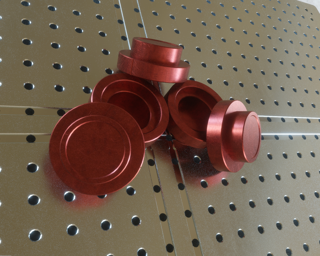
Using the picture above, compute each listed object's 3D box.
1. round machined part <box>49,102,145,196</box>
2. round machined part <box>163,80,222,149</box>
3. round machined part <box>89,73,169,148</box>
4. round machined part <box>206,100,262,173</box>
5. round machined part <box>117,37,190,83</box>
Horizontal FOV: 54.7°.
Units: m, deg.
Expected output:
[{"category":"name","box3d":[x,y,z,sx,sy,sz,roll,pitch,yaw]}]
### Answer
[{"category":"round machined part","box3d":[-0.064,0.021,0.321,0.099,0.042,0.097,0,89,-6]},{"category":"round machined part","box3d":[0.045,-0.015,0.432,0.099,0.042,0.098,14,56,-21]},{"category":"round machined part","box3d":[-0.042,-0.016,0.385,0.099,0.042,0.098,14,56,-21]},{"category":"round machined part","box3d":[0.104,0.011,0.414,0.099,0.042,0.097,-3,94,-53]},{"category":"round machined part","box3d":[-0.007,-0.096,0.421,0.099,0.042,0.098,11,21,-4]}]
